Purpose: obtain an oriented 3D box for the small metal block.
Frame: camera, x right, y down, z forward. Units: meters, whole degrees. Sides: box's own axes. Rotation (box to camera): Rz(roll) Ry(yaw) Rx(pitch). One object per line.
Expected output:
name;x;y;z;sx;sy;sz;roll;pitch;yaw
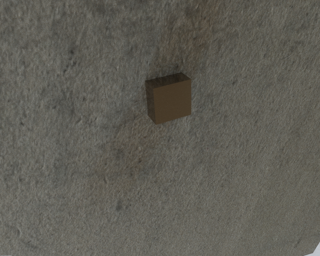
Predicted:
small metal block;0.011;-0.037;0.389;0.050;0.025;0.050;-17;125;-19
